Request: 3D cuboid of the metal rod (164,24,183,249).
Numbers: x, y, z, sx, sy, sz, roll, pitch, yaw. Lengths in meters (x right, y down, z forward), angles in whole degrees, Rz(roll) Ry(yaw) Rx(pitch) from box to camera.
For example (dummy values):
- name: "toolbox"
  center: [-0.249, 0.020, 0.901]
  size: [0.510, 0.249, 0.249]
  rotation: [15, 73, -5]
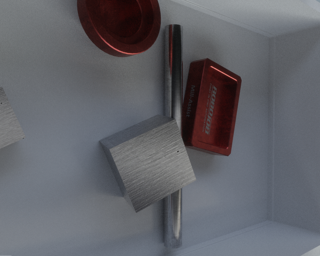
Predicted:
- name: "metal rod"
  center: [0.018, 0.011, 0.424]
  size: [0.025, 0.025, 0.298]
  rotation: [0, 90, -40]

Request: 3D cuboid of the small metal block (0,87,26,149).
- name: "small metal block"
  center: [-0.158, -0.004, 0.275]
  size: [0.050, 0.025, 0.050]
  rotation: [-30, 109, -36]

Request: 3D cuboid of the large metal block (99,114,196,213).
- name: "large metal block"
  center: [-0.014, 0.038, 0.365]
  size: [0.081, 0.050, 0.080]
  rotation: [-25, 107, -18]

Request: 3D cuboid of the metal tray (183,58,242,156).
- name: "metal tray"
  center: [0.078, -0.029, 0.470]
  size: [0.091, 0.030, 0.129]
  rotation: [17, 79, -39]

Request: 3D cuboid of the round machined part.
- name: "round machined part"
  center: [-0.050, -0.130, 0.355]
  size: [0.099, 0.042, 0.097]
  rotation: [0, 90, -40]
